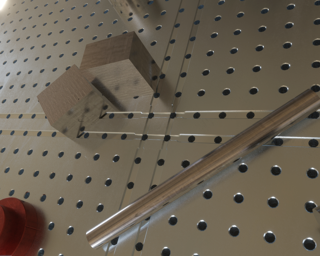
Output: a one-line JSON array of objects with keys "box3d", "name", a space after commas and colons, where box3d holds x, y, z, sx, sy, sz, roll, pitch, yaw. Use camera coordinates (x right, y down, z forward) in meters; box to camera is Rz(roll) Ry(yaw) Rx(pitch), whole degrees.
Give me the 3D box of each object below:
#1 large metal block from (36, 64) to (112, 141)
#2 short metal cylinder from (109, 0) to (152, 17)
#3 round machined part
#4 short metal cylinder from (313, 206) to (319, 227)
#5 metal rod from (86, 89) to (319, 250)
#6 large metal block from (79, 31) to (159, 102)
[{"box3d": [-0.136, -0.041, 0.489, 0.080, 0.050, 0.080, -41, 51, 0], "name": "large metal block"}, {"box3d": [-0.060, -0.257, 0.582, 0.080, 0.050, 0.080, -13, 56, 21], "name": "short metal cylinder"}, {"box3d": [-0.224, 0.143, 0.427, 0.098, 0.042, 0.098, -13, 56, 21], "name": "round machined part"}, {"box3d": [0.163, 0.086, 0.234, 0.050, 0.080, 0.080, -30, 52, 9], "name": "short metal cylinder"}, {"box3d": [0.045, 0.050, 0.353, 0.300, 0.025, 0.025, -34, 51, 6], "name": "metal rod"}, {"box3d": [-0.057, -0.087, 0.456, 0.080, 0.080, 0.050, -8, 59, 24], "name": "large metal block"}]
